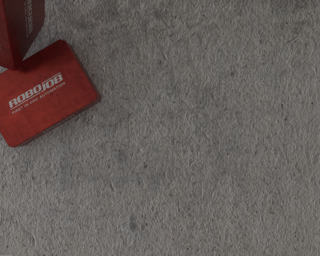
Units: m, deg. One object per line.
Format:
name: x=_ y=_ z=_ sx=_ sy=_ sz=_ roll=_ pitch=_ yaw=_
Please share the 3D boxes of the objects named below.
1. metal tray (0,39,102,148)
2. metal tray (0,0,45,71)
metal tray: x=-0.156 y=-0.044 z=0.406 sx=0.130 sy=0.030 sz=0.090 roll=-30 pitch=90 yaw=0
metal tray: x=-0.160 y=-0.134 z=0.341 sx=0.030 sy=0.129 sz=0.090 roll=21 pitch=62 yaw=-11
